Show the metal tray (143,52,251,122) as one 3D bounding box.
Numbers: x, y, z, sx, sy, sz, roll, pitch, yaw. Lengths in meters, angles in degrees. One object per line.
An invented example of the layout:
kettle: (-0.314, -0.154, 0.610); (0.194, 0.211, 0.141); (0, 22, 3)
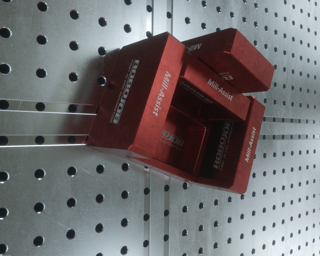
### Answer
metal tray: (0.043, -0.046, 0.401); (0.131, 0.090, 0.030); (27, 73, -37)

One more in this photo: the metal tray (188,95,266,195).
metal tray: (0.090, 0.021, 0.440); (0.030, 0.090, 0.130); (28, 73, -37)

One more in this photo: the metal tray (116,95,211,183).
metal tray: (0.007, 0.011, 0.410); (0.131, 0.030, 0.090); (28, 73, -37)

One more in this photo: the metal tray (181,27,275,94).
metal tray: (0.062, -0.075, 0.391); (0.090, 0.130, 0.030); (28, 73, -37)

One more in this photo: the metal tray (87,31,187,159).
metal tray: (-0.027, -0.035, 0.343); (0.030, 0.090, 0.130); (28, 73, -37)
